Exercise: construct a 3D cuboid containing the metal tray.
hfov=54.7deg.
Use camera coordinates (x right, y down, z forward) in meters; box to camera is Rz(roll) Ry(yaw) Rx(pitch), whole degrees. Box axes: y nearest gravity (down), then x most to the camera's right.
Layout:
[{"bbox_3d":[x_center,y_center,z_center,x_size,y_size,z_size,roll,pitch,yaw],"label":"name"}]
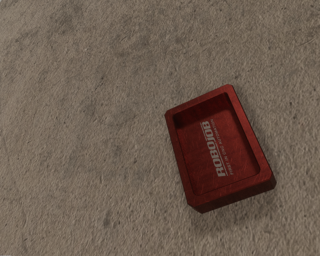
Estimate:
[{"bbox_3d":[0.063,0.020,0.354,0.090,0.030,0.130,-23,53,13],"label":"metal tray"}]
